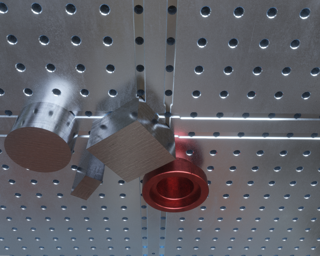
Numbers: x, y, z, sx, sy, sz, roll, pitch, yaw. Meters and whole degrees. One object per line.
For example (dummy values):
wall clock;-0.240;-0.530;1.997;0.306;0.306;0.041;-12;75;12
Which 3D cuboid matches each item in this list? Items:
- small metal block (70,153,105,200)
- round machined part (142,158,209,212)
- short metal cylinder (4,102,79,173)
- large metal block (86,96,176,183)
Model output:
small metal block;-0.104;0.068;0.452;0.025;0.050;0.050;27;125;-21
round machined part;0.023;0.083;0.472;0.099;0.042;0.097;-1;130;0
short metal cylinder;-0.151;0.013;0.404;0.081;0.050;0.079;0;130;0
large metal block;-0.036;0.017;0.409;0.080;0.050;0.080;-29;125;22
